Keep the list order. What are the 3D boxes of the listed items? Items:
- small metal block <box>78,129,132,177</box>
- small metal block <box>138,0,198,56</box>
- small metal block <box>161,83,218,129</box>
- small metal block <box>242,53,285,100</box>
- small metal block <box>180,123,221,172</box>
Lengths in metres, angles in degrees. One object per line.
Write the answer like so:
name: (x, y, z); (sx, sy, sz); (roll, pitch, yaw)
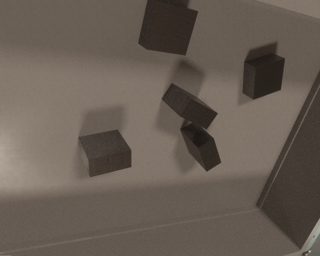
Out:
small metal block: (-0.067, 0.029, 0.375); (0.050, 0.050, 0.025); (-11, 124, -23)
small metal block: (0.008, -0.112, 0.345); (0.050, 0.025, 0.050); (1, 118, -29)
small metal block: (0.038, -0.028, 0.397); (0.050, 0.050, 0.025); (24, 106, -37)
small metal block: (0.149, -0.075, 0.446); (0.050, 0.025, 0.050); (-19, 126, -17)
small metal block: (0.058, 0.026, 0.442); (0.025, 0.050, 0.050); (-31, 129, -9)
